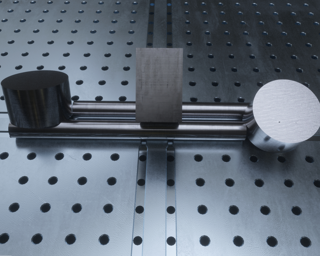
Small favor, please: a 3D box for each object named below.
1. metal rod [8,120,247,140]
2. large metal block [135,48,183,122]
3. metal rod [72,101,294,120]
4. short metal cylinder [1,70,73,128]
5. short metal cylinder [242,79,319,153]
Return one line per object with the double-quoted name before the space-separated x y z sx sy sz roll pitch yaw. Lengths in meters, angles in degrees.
"metal rod" -0.041 0.002 0.404 0.302 0.025 0.025 1 50 0
"large metal block" 0.000 -0.048 0.373 0.050 0.080 0.079 1 92 0
"metal rod" 0.033 -0.024 0.427 0.302 0.025 0.025 1 50 0
"short metal cylinder" -0.158 -0.040 0.405 0.081 0.050 0.080 0 27 0
"short metal cylinder" 0.149 -0.013 0.386 0.081 0.050 0.080 0 72 0
